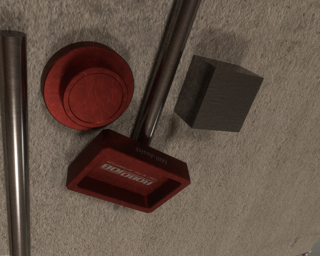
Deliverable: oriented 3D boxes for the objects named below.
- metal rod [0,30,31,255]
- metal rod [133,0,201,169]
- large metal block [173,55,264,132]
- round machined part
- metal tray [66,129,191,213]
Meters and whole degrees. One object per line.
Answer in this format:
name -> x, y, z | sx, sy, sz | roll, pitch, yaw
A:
metal rod -> -0.160, 0.045, 0.347 | 0.025, 0.025, 0.298 | -4, 120, -27
metal rod -> 0.011, -0.082, 0.363 | 0.025, 0.025, 0.298 | 6, 116, -31
large metal block -> 0.075, -0.043, 0.407 | 0.081, 0.050, 0.079 | 5, 116, -31
round machined part -> -0.073, -0.039, 0.333 | 0.099, 0.042, 0.097 | -14, 125, -21
metal tray -> -0.038, 0.060, 0.391 | 0.131, 0.030, 0.090 | 26, 125, -31
